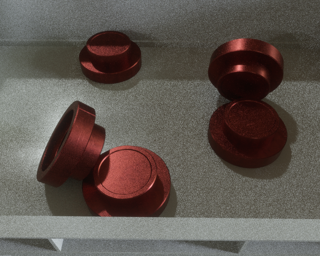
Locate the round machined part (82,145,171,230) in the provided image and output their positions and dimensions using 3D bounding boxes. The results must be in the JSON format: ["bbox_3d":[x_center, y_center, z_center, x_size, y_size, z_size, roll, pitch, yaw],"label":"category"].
[{"bbox_3d":[-0.037,0.058,0.345,0.099,0.042,0.098,0,50,0],"label":"round machined part"}]

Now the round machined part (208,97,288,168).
[{"bbox_3d":[0.113,-0.001,0.395,0.099,0.042,0.098,0,50,0],"label":"round machined part"}]

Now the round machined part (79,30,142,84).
[{"bbox_3d":[-0.079,-0.118,0.493,0.099,0.042,0.098,0,50,0],"label":"round machined part"}]

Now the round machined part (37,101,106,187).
[{"bbox_3d":[-0.097,0.021,0.352,0.042,0.098,0.098,28,45,-25],"label":"round machined part"}]

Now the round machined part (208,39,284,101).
[{"bbox_3d":[0.114,-0.069,0.418,0.098,0.098,0.042,10,60,8],"label":"round machined part"}]
